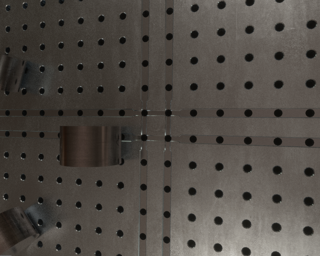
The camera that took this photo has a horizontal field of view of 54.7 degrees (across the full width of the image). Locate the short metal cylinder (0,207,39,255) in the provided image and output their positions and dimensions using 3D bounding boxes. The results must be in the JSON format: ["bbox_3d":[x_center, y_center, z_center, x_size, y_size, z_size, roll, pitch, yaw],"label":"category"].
[{"bbox_3d":[-0.231,0.163,0.463,0.080,0.080,0.050,-42,77,15],"label":"short metal cylinder"}]

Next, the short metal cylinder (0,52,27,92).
[{"bbox_3d":[-0.250,-0.091,0.469,0.080,0.080,0.050,21,97,18],"label":"short metal cylinder"}]

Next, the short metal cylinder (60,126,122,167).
[{"bbox_3d":[-0.092,0.022,0.415,0.080,0.080,0.050,0,90,19],"label":"short metal cylinder"}]
